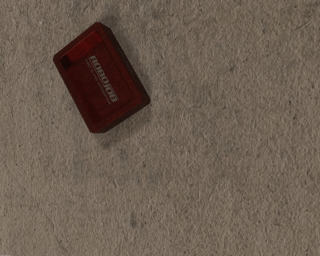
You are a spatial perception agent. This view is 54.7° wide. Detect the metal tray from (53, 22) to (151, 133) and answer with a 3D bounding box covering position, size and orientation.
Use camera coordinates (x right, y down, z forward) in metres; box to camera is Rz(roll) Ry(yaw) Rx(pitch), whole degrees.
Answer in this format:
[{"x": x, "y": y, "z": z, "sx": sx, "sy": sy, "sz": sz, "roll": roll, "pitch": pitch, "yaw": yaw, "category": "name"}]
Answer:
[{"x": -0.083, "y": -0.068, "z": 0.434, "sx": 0.090, "sy": 0.030, "sz": 0.130, "roll": -32, "pitch": 80, "yaw": 16, "category": "metal tray"}]
